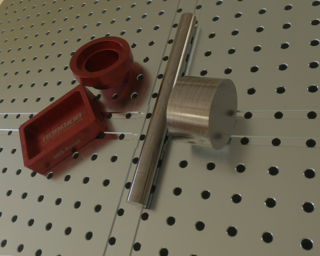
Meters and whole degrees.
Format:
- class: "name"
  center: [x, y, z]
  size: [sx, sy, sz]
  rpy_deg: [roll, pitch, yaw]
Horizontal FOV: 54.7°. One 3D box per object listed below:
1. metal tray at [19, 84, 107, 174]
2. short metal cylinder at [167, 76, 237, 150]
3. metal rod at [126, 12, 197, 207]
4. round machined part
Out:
- class: "metal tray"
  center: [-0.155, 0.000, 0.483]
  size: [0.130, 0.030, 0.090]
  rpy_deg: [-34, 52, 5]
- class: "short metal cylinder"
  center: [0.050, -0.018, 0.357]
  size: [0.050, 0.080, 0.080]
  rpy_deg: [11, 67, 32]
- class: "metal rod"
  center: [0.009, -0.041, 0.427]
  size: [0.025, 0.025, 0.300]
  rpy_deg: [2, 62, 28]
- class: "round machined part"
  center: [-0.089, -0.099, 0.494]
  size: [0.098, 0.042, 0.098]
  rpy_deg: [-8, 50, 10]
